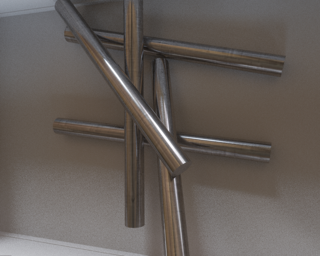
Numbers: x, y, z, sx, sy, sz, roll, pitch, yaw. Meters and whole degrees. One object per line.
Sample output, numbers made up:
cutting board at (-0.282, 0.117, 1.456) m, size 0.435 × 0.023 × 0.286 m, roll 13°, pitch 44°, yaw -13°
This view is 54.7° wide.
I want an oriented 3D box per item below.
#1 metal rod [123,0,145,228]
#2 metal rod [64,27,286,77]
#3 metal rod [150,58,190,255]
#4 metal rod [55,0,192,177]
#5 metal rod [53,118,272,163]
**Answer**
metal rod at (-0.033, -0.026, 0.394) m, size 0.025 × 0.025 × 0.298 m, roll 0°, pitch 90°, yaw 20°
metal rod at (0.005, -0.105, 0.408) m, size 0.301 × 0.025 × 0.025 m, roll 14°, pitch 95°, yaw 19°
metal rod at (0.010, 0.047, 0.344) m, size 0.025 × 0.025 × 0.299 m, roll -15°, pitch 61°, yaw 19°
metal rod at (-0.058, -0.067, 0.380) m, size 0.025 × 0.025 × 0.300 m, roll -44°, pitch 64°, yaw 15°
metal rod at (-0.011, 0.013, 0.414) m, size 0.301 × 0.025 × 0.025 m, roll 7°, pitch 92°, yaw 19°
